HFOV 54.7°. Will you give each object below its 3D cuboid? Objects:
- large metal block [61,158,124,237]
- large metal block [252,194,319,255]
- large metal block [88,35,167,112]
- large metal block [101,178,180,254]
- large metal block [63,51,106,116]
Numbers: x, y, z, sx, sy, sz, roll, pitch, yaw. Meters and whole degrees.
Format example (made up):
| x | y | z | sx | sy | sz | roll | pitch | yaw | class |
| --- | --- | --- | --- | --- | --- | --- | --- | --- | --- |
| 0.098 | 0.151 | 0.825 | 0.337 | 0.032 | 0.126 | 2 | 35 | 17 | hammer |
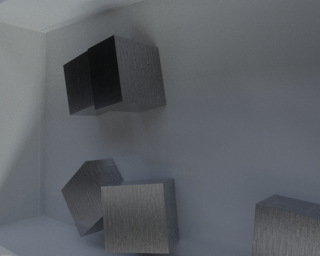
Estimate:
| x | y | z | sx | sy | sz | roll | pitch | yaw | class |
| --- | --- | --- | --- | --- | --- | --- | --- | --- | --- |
| -0.095 | 0.103 | 0.466 | 0.080 | 0.050 | 0.080 | -46 | 63 | 30 | large metal block |
| 0.132 | 0.112 | 0.281 | 0.080 | 0.050 | 0.079 | 6 | 94 | 39 | large metal block |
| -0.041 | -0.066 | 0.403 | 0.050 | 0.081 | 0.080 | -13 | 82 | 39 | large metal block |
| -0.024 | 0.109 | 0.391 | 0.080 | 0.050 | 0.080 | -6 | 86 | 17 | large metal block |
| -0.097 | -0.067 | 0.468 | 0.080 | 0.050 | 0.080 | -16 | 80 | 38 | large metal block |
